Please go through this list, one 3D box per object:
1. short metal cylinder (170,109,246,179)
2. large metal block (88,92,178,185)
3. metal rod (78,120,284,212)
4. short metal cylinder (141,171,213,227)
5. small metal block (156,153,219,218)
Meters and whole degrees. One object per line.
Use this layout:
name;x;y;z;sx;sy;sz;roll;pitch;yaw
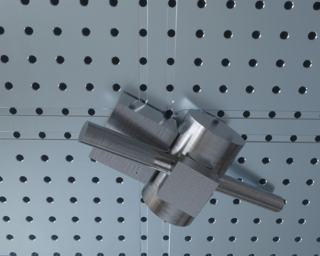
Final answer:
short metal cylinder;0.058;0.018;0.388;0.080;0.080;0.050;26;108;-10
large metal block;-0.033;0.013;0.398;0.080;0.050;0.080;28;108;-10
metal rod;0.045;0.057;0.389;0.302;0.025;0.025;23;109;-25
short metal cylinder;0.023;0.083;0.411;0.080;0.080;0.050;28;108;-10
small metal block;0.031;0.064;0.349;0.050;0.025;0.050;30;108;-2
